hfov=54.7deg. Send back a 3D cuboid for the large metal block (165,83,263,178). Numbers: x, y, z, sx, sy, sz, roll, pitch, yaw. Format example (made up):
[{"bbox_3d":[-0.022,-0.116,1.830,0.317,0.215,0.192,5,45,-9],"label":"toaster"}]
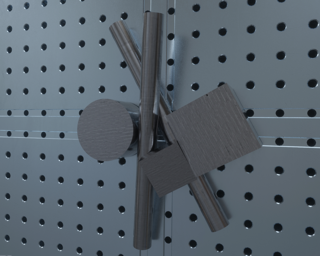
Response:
[{"bbox_3d":[0.066,0.003,0.371,0.080,0.050,0.080,-29,81,17],"label":"large metal block"}]

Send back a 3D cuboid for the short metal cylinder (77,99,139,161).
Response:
[{"bbox_3d":[-0.062,0.002,0.417,0.080,0.050,0.079,0,90,19],"label":"short metal cylinder"}]

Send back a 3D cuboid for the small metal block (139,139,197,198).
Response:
[{"bbox_3d":[0.010,0.047,0.371,0.050,0.025,0.050,-28,96,9],"label":"small metal block"}]

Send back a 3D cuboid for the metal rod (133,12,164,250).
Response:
[{"bbox_3d":[-0.016,0.011,0.393,0.025,0.025,0.298,7,100,20],"label":"metal rod"}]

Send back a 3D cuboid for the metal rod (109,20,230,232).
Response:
[{"bbox_3d":[0.008,-0.009,0.406,0.025,0.025,0.299,-30,81,17],"label":"metal rod"}]
